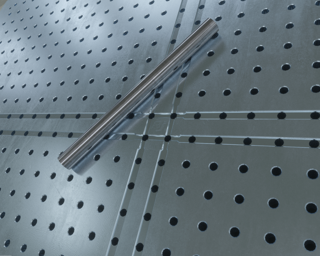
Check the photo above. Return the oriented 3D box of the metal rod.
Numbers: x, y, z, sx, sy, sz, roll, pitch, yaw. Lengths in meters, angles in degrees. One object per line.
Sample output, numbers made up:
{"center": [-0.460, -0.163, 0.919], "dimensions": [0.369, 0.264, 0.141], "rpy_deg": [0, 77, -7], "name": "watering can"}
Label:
{"center": [-0.030, -0.051, 0.456], "dimensions": [0.300, 0.025, 0.025], "rpy_deg": [-43, 51, -2], "name": "metal rod"}
